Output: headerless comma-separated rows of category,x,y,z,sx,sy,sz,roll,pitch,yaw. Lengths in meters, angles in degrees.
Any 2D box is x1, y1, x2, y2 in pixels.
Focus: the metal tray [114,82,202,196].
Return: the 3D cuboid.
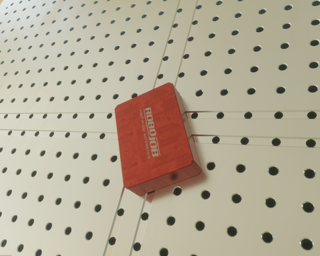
metal tray,-0.007,0.011,0.401,0.090,0.030,0.130,-22,53,14
